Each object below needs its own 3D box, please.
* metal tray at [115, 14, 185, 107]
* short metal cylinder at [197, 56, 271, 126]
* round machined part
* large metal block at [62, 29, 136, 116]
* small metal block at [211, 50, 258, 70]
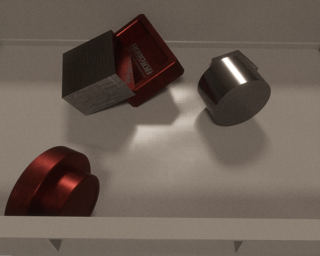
[{"bbox_3d":[-0.032,-0.104,0.463,0.090,0.030,0.130,-35,54,7],"label":"metal tray"},{"bbox_3d":[0.097,-0.048,0.411,0.081,0.080,0.050,-15,52,-13],"label":"short metal cylinder"},{"bbox_3d":[-0.094,0.070,0.298,0.042,0.097,0.098,20,53,16],"label":"round machined part"},{"bbox_3d":[-0.085,-0.074,0.424,0.080,0.050,0.080,-21,57,16],"label":"large metal block"},{"bbox_3d":[0.115,-0.092,0.484,0.050,0.025,0.050,-21,53,-17],"label":"small metal block"}]
